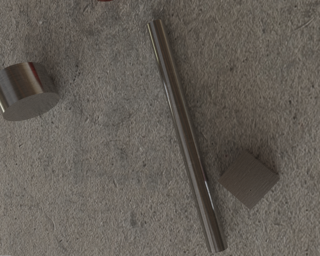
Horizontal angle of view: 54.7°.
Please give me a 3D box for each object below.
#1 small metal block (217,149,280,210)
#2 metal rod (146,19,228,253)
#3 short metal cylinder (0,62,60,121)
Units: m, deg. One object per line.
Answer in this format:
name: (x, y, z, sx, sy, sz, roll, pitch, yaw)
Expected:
small metal block: (0.106, 0.060, 0.371, 0.050, 0.025, 0.050, 41, 103, 15)
metal rod: (0.033, 0.006, 0.396, 0.025, 0.025, 0.298, -17, 85, 19)
short metal cylinder: (-0.194, -0.051, 0.446, 0.080, 0.080, 0.050, -31, 80, 17)
